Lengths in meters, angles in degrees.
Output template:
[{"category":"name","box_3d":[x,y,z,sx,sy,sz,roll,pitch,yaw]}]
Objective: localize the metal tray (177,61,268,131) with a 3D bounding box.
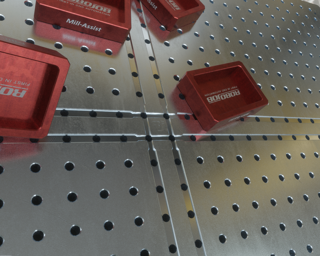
[{"category":"metal tray","box_3d":[0.102,-0.055,0.492,0.131,0.030,0.090,-18,71,-35]}]

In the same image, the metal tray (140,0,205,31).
[{"category":"metal tray","box_3d":[0.008,-0.240,0.554,0.130,0.030,0.091,50,51,7]}]

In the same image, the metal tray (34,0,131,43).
[{"category":"metal tray","box_3d":[-0.109,-0.183,0.457,0.131,0.030,0.090,9,58,-23]}]

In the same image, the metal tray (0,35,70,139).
[{"category":"metal tray","box_3d":[-0.159,-0.040,0.282,0.131,0.090,0.030,8,21,-45]}]
